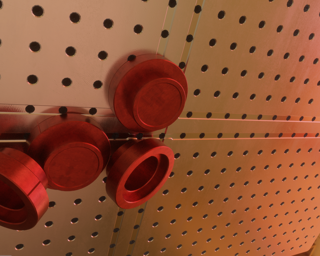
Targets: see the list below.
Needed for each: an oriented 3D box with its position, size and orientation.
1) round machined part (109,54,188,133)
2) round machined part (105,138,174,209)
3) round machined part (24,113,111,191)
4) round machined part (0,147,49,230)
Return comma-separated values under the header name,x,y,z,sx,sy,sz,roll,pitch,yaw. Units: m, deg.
name,x,y,z,sx,sy,sz,roll,pitch,yaw
round machined part,-0.008,-0.036,0.375,0.099,0.042,0.097,-14,125,-21
round machined part,-0.031,0.054,0.406,0.099,0.042,0.097,-32,141,-29
round machined part,-0.105,0.035,0.365,0.099,0.042,0.097,-14,124,-21
round machined part,-0.161,0.060,0.328,0.098,0.042,0.097,10,127,14
